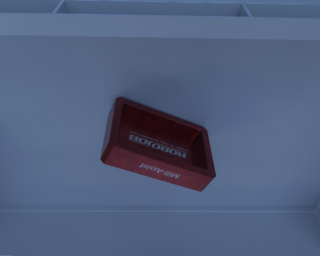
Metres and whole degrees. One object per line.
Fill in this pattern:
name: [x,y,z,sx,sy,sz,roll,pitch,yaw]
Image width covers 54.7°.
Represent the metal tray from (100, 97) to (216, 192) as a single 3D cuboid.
metal tray: [0.000,0.019,0.378,0.131,0.090,0.030,19,127,-17]
